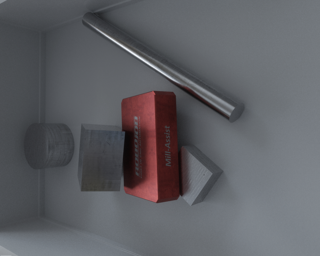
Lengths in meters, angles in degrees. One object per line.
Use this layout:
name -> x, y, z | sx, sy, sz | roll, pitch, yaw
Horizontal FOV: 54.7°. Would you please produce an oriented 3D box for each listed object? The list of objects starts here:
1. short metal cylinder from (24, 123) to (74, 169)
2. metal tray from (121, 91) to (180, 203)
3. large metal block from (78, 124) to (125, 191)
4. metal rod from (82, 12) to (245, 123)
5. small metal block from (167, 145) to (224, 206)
short metal cylinder -> -0.198, 0.031, 0.550 | 0.080, 0.050, 0.079 | 0, 90, 39
metal tray -> -0.015, 0.023, 0.397 | 0.090, 0.030, 0.129 | -4, 87, 57
large metal block -> -0.085, 0.038, 0.435 | 0.080, 0.050, 0.079 | -161, 76, -71
metal rod -> -0.015, -0.095, 0.417 | 0.300, 0.025, 0.025 | 39, 113, 33
small metal block -> 0.039, 0.056, 0.373 | 0.050, 0.025, 0.050 | 43, 116, 31
